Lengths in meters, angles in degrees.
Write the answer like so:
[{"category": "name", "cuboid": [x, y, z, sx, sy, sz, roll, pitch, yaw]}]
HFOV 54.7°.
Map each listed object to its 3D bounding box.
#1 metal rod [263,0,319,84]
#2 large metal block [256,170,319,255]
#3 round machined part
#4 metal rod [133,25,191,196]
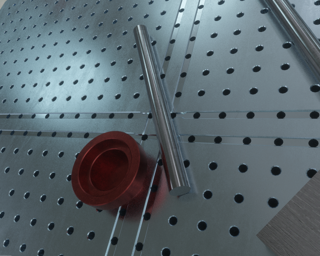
[{"category": "metal rod", "cuboid": [0.176, -0.113, 0.384, 0.025, 0.025, 0.299, -23, 53, 14]}, {"category": "large metal block", "cuboid": [0.143, 0.096, 0.258, 0.080, 0.050, 0.080, -45, 51, -3]}, {"category": "round machined part", "cuboid": [-0.060, 0.056, 0.394, 0.098, 0.042, 0.098, -13, 56, 21]}, {"category": "metal rod", "cuboid": [-0.005, -0.047, 0.439, 0.025, 0.025, 0.299, -24, 53, 14]}]
